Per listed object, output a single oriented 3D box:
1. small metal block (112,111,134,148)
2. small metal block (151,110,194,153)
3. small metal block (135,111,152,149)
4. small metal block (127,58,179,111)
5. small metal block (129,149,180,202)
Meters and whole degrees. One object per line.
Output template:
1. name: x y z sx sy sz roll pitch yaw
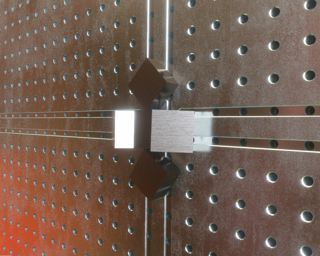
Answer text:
1. small metal block: -0.053 0.001 0.438 0.050 0.025 0.050 -170 81 -76
2. small metal block: 0.015 0.004 0.380 0.050 0.025 0.050 2 92 -1
3. small metal block: -0.010 0.002 0.418 0.050 0.025 0.050 2 90 40
4. small metal block: -0.010 -0.058 0.419 0.050 0.025 0.050 -51 59 27
5. small metal block: -0.009 0.062 0.417 0.050 0.025 0.050 42 116 33
